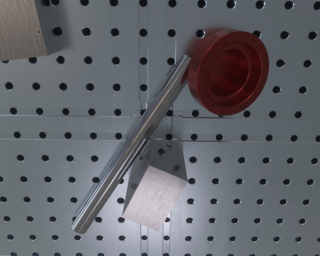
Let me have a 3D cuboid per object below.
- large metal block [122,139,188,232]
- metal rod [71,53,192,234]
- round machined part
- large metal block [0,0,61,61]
[{"bbox_3d":[-0.007,0.073,0.411,0.050,0.080,0.080,24,108,-9],"label":"large metal block"},{"bbox_3d":[-0.041,0.032,0.424,0.025,0.025,0.299,31,107,-11],"label":"metal rod"},{"bbox_3d":[0.076,-0.067,0.368,0.099,0.042,0.097,-10,116,-21],"label":"round machined part"},{"bbox_3d":[-0.169,-0.121,0.354,0.080,0.050,0.079,-7,110,2],"label":"large metal block"}]
